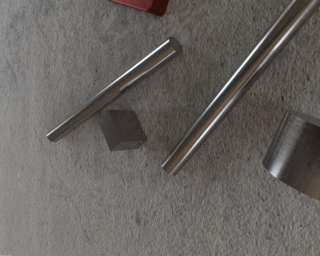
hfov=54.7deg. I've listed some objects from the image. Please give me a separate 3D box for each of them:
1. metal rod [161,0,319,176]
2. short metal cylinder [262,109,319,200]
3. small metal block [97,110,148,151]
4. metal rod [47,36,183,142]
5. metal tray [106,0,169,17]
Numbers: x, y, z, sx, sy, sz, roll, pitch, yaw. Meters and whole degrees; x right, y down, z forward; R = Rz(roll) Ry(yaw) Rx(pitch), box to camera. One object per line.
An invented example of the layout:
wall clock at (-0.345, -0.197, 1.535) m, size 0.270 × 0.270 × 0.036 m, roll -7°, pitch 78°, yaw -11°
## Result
metal rod at (0.092, -0.057, 0.327) m, size 0.025 × 0.025 × 0.298 m, roll 51°, pitch 119°, yaw 27°
short metal cylinder at (0.134, 0.023, 0.258) m, size 0.080 × 0.081 × 0.050 m, roll 31°, pitch 109°, yaw 35°
small metal block at (-0.051, 0.003, 0.429) m, size 0.025 × 0.050 × 0.050 m, roll -39°, pitch 67°, yaw 33°
metal rod at (-0.087, -0.045, 0.473) m, size 0.299 × 0.025 × 0.025 m, roll -29°, pitch 72°, yaw 36°
metal tray at (-0.035, -0.216, 0.429) m, size 0.130 × 0.030 × 0.089 m, roll 31°, pitch 109°, yaw 35°
